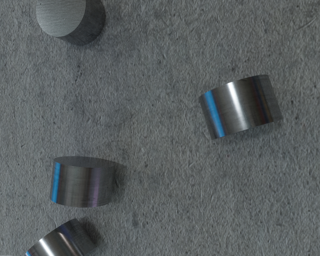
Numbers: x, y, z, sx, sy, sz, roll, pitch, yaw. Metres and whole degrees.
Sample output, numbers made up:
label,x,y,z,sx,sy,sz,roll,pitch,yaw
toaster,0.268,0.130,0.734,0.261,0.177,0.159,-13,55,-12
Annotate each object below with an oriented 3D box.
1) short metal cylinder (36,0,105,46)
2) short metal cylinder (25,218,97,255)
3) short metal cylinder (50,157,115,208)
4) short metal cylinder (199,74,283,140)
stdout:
label,x,y,z,sx,sy,sz,roll,pitch,yaw
short metal cylinder,-0.126,-0.163,0.440,0.080,0.050,0.080,0,90,20
short metal cylinder,-0.135,0.171,0.427,0.080,0.080,0.050,-43,77,15
short metal cylinder,-0.103,0.070,0.416,0.080,0.080,0.050,8,93,20
short metal cylinder,0.089,-0.022,0.348,0.080,0.080,0.050,-18,84,19
